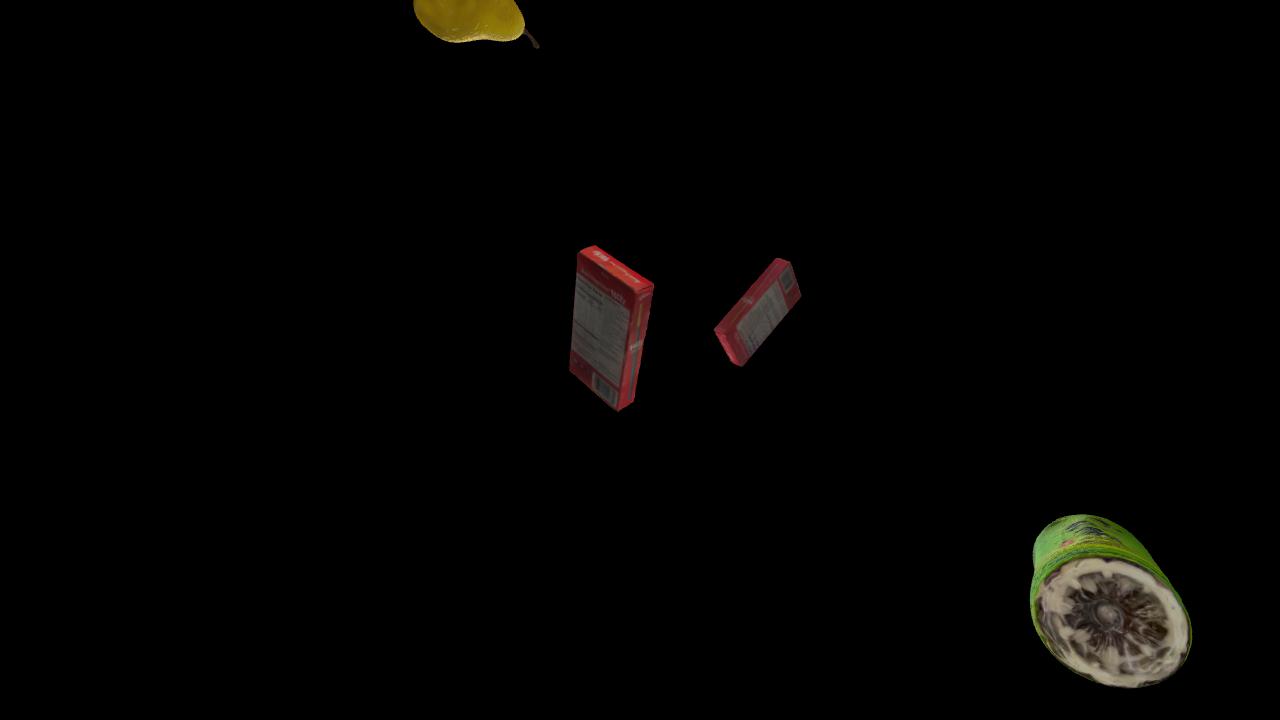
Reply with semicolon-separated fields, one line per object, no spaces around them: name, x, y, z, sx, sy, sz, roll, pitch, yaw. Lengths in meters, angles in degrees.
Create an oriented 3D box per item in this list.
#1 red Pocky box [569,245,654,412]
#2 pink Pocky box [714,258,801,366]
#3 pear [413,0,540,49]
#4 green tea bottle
red Pocky box;-0.032;-0.028;0.613;0.028;0.155;0.083;-28;53;-35
pink Pocky box;0.179;-0.072;0.928;0.029;0.155;0.084;31;-15;41
pear;-0.137;-0.311;0.536;0.111;0.080;0.080;2;-1;-35
green tea bottle;0.297;0.142;0.405;0.073;0.073;0.212;0;-3;31
